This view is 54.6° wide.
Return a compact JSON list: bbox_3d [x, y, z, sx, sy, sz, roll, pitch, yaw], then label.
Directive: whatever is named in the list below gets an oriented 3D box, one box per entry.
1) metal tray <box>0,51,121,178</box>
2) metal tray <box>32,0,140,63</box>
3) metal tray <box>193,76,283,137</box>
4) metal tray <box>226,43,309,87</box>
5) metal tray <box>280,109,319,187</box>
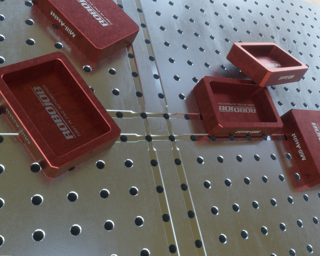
[{"bbox_3d":[-0.118,-0.020,0.353,0.091,0.030,0.130,-30,79,-38],"label":"metal tray"},{"bbox_3d":[-0.105,-0.164,0.448,0.130,0.030,0.090,45,51,3],"label":"metal tray"},{"bbox_3d":[0.124,-0.033,0.491,0.131,0.030,0.090,0,62,-28],"label":"metal tray"},{"bbox_3d":[0.193,-0.117,0.555,0.131,0.030,0.090,-12,50,-38],"label":"metal tray"},{"bbox_3d":[0.267,0.032,0.528,0.091,0.030,0.130,1,61,-28],"label":"metal tray"}]
